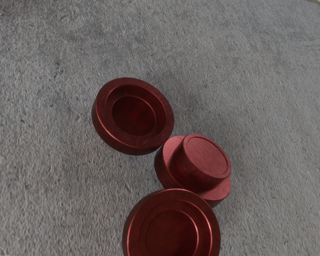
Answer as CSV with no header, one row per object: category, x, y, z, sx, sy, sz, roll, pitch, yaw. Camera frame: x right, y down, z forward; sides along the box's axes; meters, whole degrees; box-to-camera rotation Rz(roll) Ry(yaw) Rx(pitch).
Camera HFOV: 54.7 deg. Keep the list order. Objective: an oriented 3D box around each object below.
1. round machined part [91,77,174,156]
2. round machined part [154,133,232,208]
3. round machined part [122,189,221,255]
round machined part,-0.035,-0.010,0.380,0.099,0.042,0.098,14,56,-21
round machined part,0.046,0.045,0.373,0.099,0.042,0.098,23,36,-18
round machined part,0.009,0.113,0.318,0.099,0.042,0.098,5,76,-20
